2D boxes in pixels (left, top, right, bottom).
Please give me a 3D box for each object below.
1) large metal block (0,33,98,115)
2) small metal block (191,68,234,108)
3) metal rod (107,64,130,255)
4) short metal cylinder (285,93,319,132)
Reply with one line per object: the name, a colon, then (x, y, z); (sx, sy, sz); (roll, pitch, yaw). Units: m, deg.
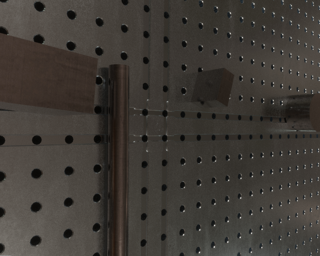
large metal block: (-0.114, -0.041, 0.279); (0.081, 0.080, 0.050); (7, 86, -40)
small metal block: (0.078, -0.058, 0.461); (0.025, 0.050, 0.050); (24, 75, -38)
metal rod: (-0.050, 0.076, 0.369); (0.025, 0.025, 0.298); (0, 90, -40)
short metal cylinder: (0.311, -0.032, 0.658); (0.081, 0.050, 0.079); (0, 90, -40)
